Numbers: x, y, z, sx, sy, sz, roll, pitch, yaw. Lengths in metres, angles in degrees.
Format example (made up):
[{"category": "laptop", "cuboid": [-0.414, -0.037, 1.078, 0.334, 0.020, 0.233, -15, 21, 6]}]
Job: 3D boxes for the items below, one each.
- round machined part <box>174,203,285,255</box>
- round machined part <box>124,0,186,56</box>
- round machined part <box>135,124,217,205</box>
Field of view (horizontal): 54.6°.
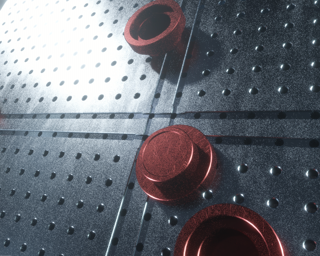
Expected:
[{"category": "round machined part", "cuboid": [0.066, 0.124, 0.288, 0.098, 0.042, 0.098, -13, 56, 21]}, {"category": "round machined part", "cuboid": [-0.005, -0.155, 0.496, 0.098, 0.042, 0.098, -13, 56, 21]}, {"category": "round machined part", "cuboid": [0.014, 0.038, 0.368, 0.098, 0.042, 0.098, -13, 56, 21]}]
